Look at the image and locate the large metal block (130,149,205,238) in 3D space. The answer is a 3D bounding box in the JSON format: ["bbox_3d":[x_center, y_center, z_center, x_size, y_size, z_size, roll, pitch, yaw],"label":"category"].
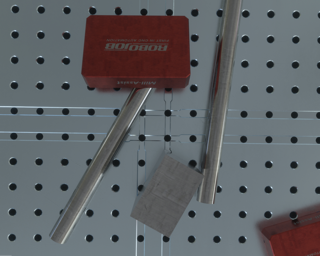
[{"bbox_3d":[0.008,0.076,0.386,0.050,0.080,0.080,30,90,-1],"label":"large metal block"}]

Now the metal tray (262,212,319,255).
[{"bbox_3d":[0.215,0.164,0.414,0.131,0.030,0.090,-17,90,-1],"label":"metal tray"}]

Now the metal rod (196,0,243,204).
[{"bbox_3d":[0.082,-0.050,0.414,0.025,0.025,0.298,8,90,-1],"label":"metal rod"}]

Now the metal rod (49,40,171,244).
[{"bbox_3d":[-0.061,0.017,0.412,0.025,0.025,0.299,30,90,-1],"label":"metal rod"}]

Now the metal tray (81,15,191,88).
[{"bbox_3d":[-0.029,-0.098,0.396,0.131,0.030,0.090,0,71,-1],"label":"metal tray"}]
